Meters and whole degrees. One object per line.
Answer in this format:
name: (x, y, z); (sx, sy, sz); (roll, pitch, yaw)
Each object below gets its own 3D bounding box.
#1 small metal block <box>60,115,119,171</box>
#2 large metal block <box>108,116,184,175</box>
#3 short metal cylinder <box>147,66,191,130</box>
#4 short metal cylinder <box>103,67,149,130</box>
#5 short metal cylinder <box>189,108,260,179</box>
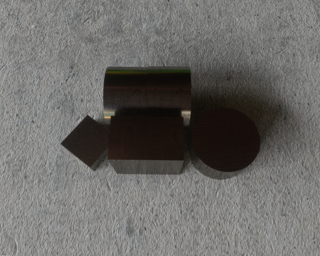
small metal block: (-0.090, 0.020, 0.402); (0.050, 0.025, 0.050); (36, 74, 12)
large metal block: (-0.015, 0.024, 0.372); (0.081, 0.080, 0.050); (1, 70, 0)
short metal cylinder: (0.011, -0.038, 0.394); (0.050, 0.080, 0.080); (1, 70, 0)
short metal cylinder: (-0.040, -0.037, 0.394); (0.050, 0.080, 0.080); (1, 70, 0)
short metal cylinder: (0.078, 0.021, 0.389); (0.081, 0.050, 0.080); (0, 70, 0)
